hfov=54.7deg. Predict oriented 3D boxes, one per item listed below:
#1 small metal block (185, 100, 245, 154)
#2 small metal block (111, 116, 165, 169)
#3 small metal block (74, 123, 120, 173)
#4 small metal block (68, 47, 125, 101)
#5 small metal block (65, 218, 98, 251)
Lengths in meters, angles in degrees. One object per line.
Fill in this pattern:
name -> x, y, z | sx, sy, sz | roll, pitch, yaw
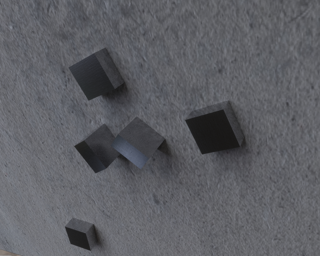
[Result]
small metal block -> 0.066, 0.000, 0.371 | 0.050, 0.025, 0.050 | -16, 110, 34
small metal block -> -0.029, 0.019, 0.416 | 0.050, 0.050, 0.025 | 38, 129, 2
small metal block -> -0.088, 0.029, 0.453 | 0.025, 0.050, 0.050 | -27, 104, 37
small metal block -> -0.083, -0.070, 0.406 | 0.050, 0.025, 0.050 | -17, 110, 34
small metal block -> -0.156, 0.212, 0.617 | 0.050, 0.025, 0.050 | 8, 122, 23
